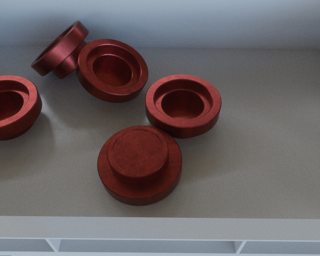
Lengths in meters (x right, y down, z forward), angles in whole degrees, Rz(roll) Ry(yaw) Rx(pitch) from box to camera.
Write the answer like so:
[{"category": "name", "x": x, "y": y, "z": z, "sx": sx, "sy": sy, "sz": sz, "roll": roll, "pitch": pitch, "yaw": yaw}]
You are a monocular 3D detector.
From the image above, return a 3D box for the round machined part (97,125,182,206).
[{"category": "round machined part", "x": -0.024, "y": 0.036, "z": 0.358, "sx": 0.099, "sy": 0.042, "sz": 0.098, "roll": -1, "pitch": 54, "yaw": 2}]

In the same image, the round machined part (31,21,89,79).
[{"category": "round machined part", "x": -0.142, "y": -0.112, "z": 0.465, "sx": 0.098, "sy": 0.042, "sz": 0.098, "roll": -32, "pitch": 30, "yaw": 21}]

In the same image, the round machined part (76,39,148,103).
[{"category": "round machined part", "x": -0.070, "y": -0.076, "z": 0.443, "sx": 0.099, "sy": 0.042, "sz": 0.098, "roll": 12, "pitch": 57, "yaw": -18}]

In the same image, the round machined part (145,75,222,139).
[{"category": "round machined part", "x": 0.030, "y": -0.024, "z": 0.415, "sx": 0.099, "sy": 0.042, "sz": 0.098, "roll": 1, "pitch": 50, "yaw": 0}]

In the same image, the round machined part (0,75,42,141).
[{"category": "round machined part", "x": -0.206, "y": -0.022, "z": 0.410, "sx": 0.099, "sy": 0.042, "sz": 0.098, "roll": 0, "pitch": 50, "yaw": 0}]
